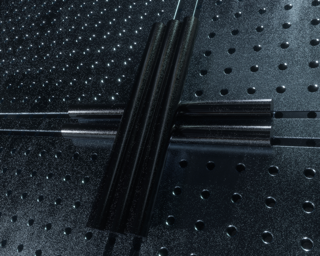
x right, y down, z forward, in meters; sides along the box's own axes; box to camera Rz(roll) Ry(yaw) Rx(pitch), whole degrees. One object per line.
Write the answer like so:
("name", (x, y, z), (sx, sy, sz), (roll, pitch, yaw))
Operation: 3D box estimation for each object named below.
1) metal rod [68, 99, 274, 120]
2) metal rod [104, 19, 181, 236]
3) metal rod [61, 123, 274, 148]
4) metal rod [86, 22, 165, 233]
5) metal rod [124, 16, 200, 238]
("metal rod", (-0.004, -0.024, 0.424), (0.300, 0.025, 0.025), (1, 62, 28))
("metal rod", (-0.013, -0.019, 0.394), (0.025, 0.025, 0.300), (1, 62, 28))
("metal rod", (-0.011, 0.007, 0.408), (0.300, 0.025, 0.025), (1, 62, 28))
("metal rod", (-0.035, -0.019, 0.405), (0.025, 0.025, 0.300), (1, 62, 28))
("metal rod", (0.010, -0.020, 0.383), (0.025, 0.025, 0.300), (1, 62, 28))
